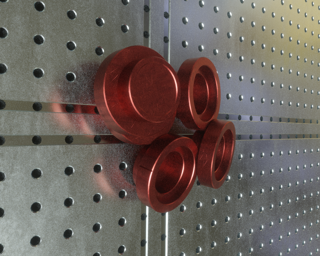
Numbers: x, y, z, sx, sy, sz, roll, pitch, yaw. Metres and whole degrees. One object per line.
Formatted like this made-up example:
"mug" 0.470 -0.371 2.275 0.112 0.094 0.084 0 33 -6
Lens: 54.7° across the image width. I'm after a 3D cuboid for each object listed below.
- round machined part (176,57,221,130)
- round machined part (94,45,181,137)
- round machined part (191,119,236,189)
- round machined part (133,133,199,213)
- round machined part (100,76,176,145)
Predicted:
"round machined part" 0.045 -0.046 0.426 0.099 0.042 0.097 -3 94 -56
"round machined part" -0.016 -0.039 0.331 0.099 0.042 0.097 0 90 -40
"round machined part" 0.073 0.034 0.446 0.099 0.042 0.097 -32 127 -54
"round machined part" 0.004 0.053 0.392 0.099 0.042 0.097 -23 121 -44
"round machined part" -0.029 -0.029 0.374 0.099 0.042 0.097 0 90 -40
